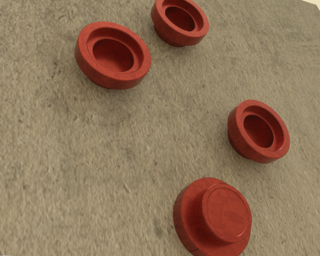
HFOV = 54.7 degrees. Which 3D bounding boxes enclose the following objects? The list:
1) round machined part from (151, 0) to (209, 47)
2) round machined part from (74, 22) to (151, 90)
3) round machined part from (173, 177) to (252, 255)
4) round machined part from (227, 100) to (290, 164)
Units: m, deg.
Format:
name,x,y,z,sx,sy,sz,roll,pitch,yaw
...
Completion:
name,x,y,z,sx,sy,sz,roll,pitch,yaw
round machined part,0.029,-0.175,0.517,0.099,0.042,0.098,14,56,-21
round machined part,-0.065,-0.091,0.415,0.099,0.042,0.098,14,56,-21
round machined part,0.069,0.105,0.368,0.099,0.042,0.098,14,56,-21
round machined part,0.142,0.009,0.466,0.099,0.042,0.098,14,56,-21
